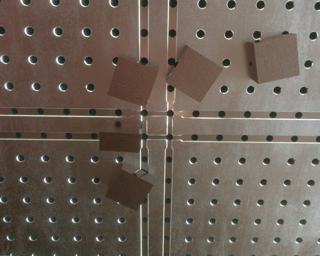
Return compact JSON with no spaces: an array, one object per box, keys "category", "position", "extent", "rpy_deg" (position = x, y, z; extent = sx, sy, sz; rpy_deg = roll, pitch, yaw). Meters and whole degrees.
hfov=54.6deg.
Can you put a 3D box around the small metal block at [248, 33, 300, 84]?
[{"category":"small metal block","position":[0.140,-0.086,0.383],"extent":[0.050,0.025,0.050],"rpy_deg":[-12,110,4]}]

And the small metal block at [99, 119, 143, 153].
[{"category":"small metal block","position":[-0.049,0.009,0.403],"extent":[0.050,0.050,0.025],"rpy_deg":[4,110,-2]}]

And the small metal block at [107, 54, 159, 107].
[{"category":"small metal block","position":[-0.033,-0.060,0.391],"extent":[0.050,0.025,0.050],"rpy_deg":[18,109,-7]}]

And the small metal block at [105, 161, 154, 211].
[{"category":"small metal block","position":[-0.043,0.083,0.444],"extent":[0.050,0.025,0.050],"rpy_deg":[28,108,-10]}]

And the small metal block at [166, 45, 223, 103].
[{"category":"small metal block","position":[0.042,-0.068,0.389],"extent":[0.050,0.025,0.050],"rpy_deg":[30,107,-11]}]
